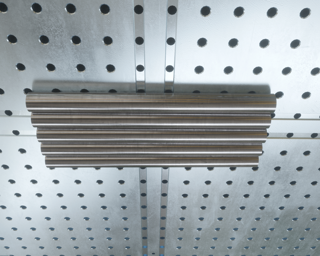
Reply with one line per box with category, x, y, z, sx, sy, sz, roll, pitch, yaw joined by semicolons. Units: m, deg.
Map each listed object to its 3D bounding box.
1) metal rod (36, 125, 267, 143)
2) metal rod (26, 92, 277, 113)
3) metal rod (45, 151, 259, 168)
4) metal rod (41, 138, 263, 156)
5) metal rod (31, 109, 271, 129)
metal rod;-0.010;0.007;0.418;0.302;0.025;0.025;0;130;-1
metal rod;-0.010;-0.031;0.385;0.302;0.025;0.025;0;130;-1
metal rod;-0.011;0.045;0.449;0.302;0.025;0.025;0;130;-1
metal rod;-0.011;0.026;0.434;0.302;0.025;0.025;0;130;-1
metal rod;-0.010;-0.012;0.401;0.302;0.025;0.025;0;130;-1
